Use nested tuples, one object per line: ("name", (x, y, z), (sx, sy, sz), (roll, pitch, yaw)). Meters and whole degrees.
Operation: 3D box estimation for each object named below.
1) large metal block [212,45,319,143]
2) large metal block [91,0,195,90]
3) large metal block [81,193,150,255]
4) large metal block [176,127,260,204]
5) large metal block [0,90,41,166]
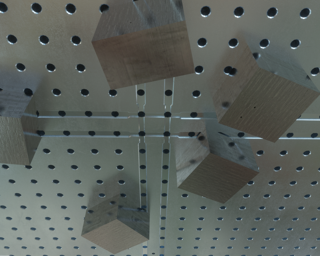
("large metal block", (0.120, -0.038, 0.365), (0.081, 0.050, 0.079), (18, 128, -16))
("large metal block", (-0.013, -0.087, 0.301), (0.080, 0.080, 0.050), (-10, 130, 8))
("large metal block", (-0.075, 0.168, 0.538), (0.080, 0.050, 0.080), (-31, 124, 23))
("large metal block", (0.079, 0.056, 0.444), (0.080, 0.050, 0.080), (23, 126, -19))
("large metal block", (-0.203, -0.001, 0.391), (0.081, 0.050, 0.079), (6, 130, -6))
